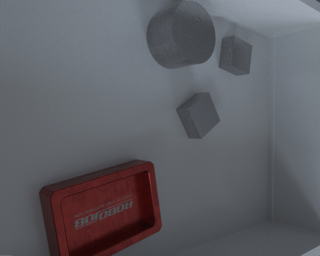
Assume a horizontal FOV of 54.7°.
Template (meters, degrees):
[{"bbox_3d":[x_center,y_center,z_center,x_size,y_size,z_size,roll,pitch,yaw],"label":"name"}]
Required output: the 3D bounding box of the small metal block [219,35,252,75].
[{"bbox_3d":[0.126,-0.119,0.515,0.050,0.025,0.050,12,82,-40],"label":"small metal block"}]

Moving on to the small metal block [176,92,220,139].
[{"bbox_3d":[0.057,-0.019,0.457,0.050,0.025,0.050,-40,115,-33],"label":"small metal block"}]

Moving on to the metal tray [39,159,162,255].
[{"bbox_3d":[-0.061,0.095,0.353,0.131,0.030,0.089,-13,98,-40],"label":"metal tray"}]

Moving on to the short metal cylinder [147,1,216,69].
[{"bbox_3d":[0.029,-0.123,0.417,0.081,0.050,0.079,0,90,-40],"label":"short metal cylinder"}]
